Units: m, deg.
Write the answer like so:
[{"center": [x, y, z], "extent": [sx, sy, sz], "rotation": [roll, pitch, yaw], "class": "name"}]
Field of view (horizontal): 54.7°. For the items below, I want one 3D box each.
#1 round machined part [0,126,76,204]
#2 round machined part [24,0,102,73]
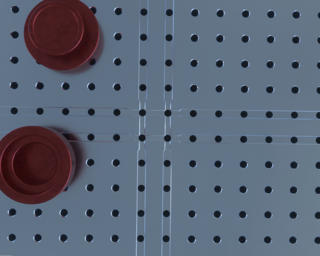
[{"center": [-0.159, 0.046, 0.403], "extent": [0.099, 0.042, 0.097], "rotation": [0, 90, -1], "class": "round machined part"}, {"center": [-0.129, -0.124, 0.403], "extent": [0.099, 0.042, 0.097], "rotation": [0, 90, -1], "class": "round machined part"}]
